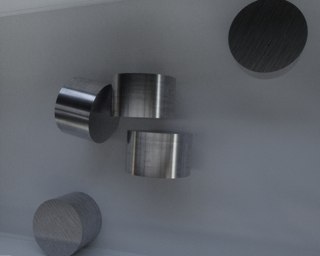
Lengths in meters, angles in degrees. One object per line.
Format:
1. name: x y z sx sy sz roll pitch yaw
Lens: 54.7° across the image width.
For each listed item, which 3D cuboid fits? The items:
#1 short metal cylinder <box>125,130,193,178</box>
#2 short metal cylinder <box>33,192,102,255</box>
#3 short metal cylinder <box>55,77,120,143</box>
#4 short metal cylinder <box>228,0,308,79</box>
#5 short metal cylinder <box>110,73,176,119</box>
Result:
1. short metal cylinder: -0.001 0.030 0.381 0.080 0.080 0.050 4 91 19
2. short metal cylinder: -0.131 0.136 0.442 0.080 0.050 0.079 0 90 19
3. short metal cylinder: -0.093 -0.024 0.413 0.050 0.080 0.079 15 95 19
4. short metal cylinder: 0.122 -0.099 0.354 0.080 0.050 0.079 0 90 19
5. short metal cylinder: -0.021 -0.038 0.388 0.080 0.080 0.050 3 91 19
